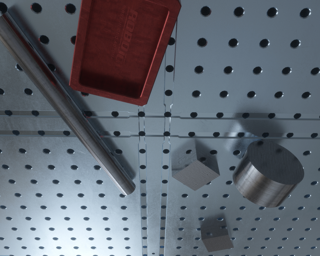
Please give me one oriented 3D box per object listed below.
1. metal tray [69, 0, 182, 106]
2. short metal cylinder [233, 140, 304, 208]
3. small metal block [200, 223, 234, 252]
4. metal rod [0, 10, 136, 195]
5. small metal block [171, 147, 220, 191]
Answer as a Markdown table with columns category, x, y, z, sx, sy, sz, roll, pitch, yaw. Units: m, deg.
| category | x | y | z | sx | sy | sz | roll | pitch | yaw |
| --- | --- | --- | --- | --- | --- | --- | --- | --- | --- |
| metal tray | -0.041 | -0.090 | 0.330 | 0.091 | 0.030 | 0.129 | 13 | 129 | -12 |
| short metal cylinder | 0.149 | 0.063 | 0.431 | 0.081 | 0.080 | 0.050 | 11 | 129 | -9 |
| small metal block | 0.110 | 0.210 | 0.593 | 0.050 | 0.025 | 0.050 | -16 | 129 | 12 |
| metal rod | -0.108 | -0.008 | 0.403 | 0.025 | 0.025 | 0.299 | -18 | 128 | 14 |
| small metal block | 0.053 | 0.063 | 0.466 | 0.050 | 0.025 | 0.050 | 36 | 121 | -27 |
